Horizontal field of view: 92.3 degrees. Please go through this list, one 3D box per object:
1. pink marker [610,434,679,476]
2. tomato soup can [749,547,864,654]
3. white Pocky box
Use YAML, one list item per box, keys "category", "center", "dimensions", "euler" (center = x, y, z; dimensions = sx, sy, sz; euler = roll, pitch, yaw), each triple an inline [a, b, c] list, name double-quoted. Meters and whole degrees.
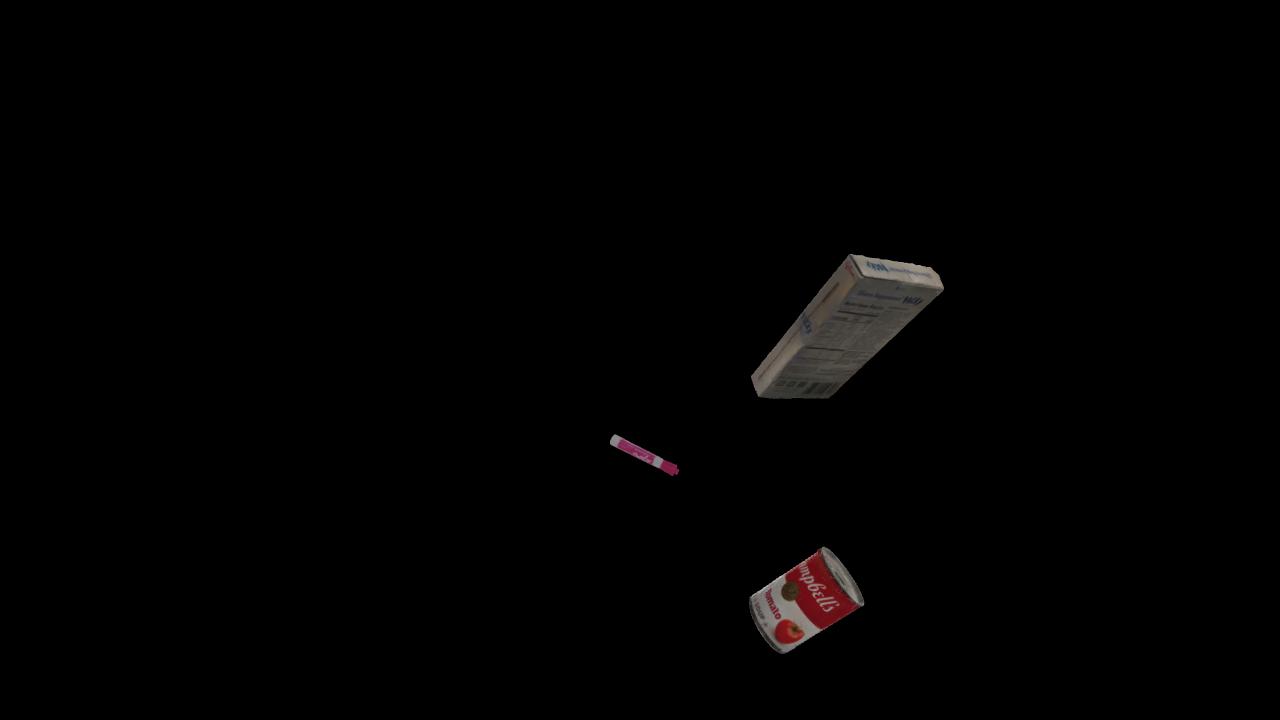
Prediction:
- category: "pink marker"
  center: [0.008, 0.153, 0.984]
  dimensions: [0.121, 0.020, 0.020]
  euler: [24, 8, 18]
- category: "tomato soup can"
  center: [0.174, 0.254, 0.650]
  dimensions: [0.101, 0.068, 0.068]
  euler: [-40, -13, 16]
- category: "white Pocky box"
  center: [0.164, -0.020, 0.507]
  dimensions: [0.084, 0.028, 0.154]
  euler: [3, -38, -24]
